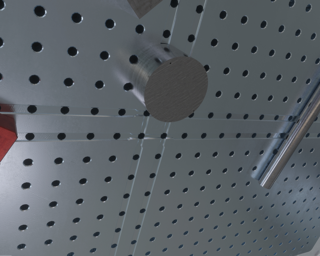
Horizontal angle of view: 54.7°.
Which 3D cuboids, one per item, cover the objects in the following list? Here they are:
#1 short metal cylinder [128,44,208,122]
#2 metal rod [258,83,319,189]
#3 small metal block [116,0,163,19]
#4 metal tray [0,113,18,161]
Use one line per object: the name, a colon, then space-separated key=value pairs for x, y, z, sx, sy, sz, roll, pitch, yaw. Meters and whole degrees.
short metal cylinder: x=0.009 y=-0.053 z=0.367 sx=0.081 sy=0.050 sz=0.079 roll=-14 pitch=124 yaw=-21
metal rod: x=0.258 y=-0.020 z=0.540 sx=0.025 sy=0.025 sz=0.298 roll=13 pitch=112 yaw=-34
small metal block: x=-0.017 y=-0.137 z=0.301 sx=0.050 sy=0.050 sz=0.025 roll=-40 pitch=130 yaw=-1
metal tray: x=-0.220 y=0.008 z=0.293 sx=0.130 sy=0.030 sz=0.090 roll=31 pitch=101 yaw=-38
